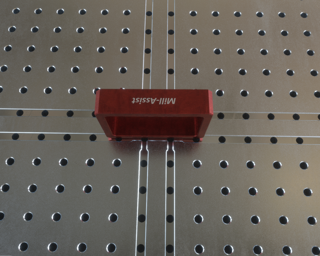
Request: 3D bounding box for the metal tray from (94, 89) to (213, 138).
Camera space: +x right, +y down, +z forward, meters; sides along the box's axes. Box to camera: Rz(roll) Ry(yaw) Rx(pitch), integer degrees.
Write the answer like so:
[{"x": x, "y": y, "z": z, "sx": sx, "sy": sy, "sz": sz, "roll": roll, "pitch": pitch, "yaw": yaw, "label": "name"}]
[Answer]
[{"x": -0.006, "y": -0.015, "z": 0.382, "sx": 0.131, "sy": 0.090, "sz": 0.030, "roll": 0, "pitch": 70, "yaw": 0, "label": "metal tray"}]
